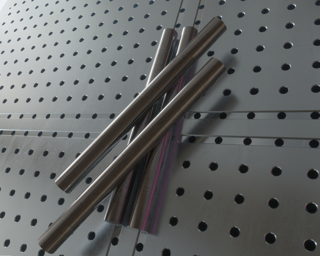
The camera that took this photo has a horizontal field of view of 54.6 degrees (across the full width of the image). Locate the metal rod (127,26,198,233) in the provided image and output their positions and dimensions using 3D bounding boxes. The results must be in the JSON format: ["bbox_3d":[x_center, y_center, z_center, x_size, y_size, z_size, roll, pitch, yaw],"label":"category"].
[{"bbox_3d":[0.010,-0.016,0.414,0.025,0.025,0.300,1,62,29],"label":"metal rod"}]

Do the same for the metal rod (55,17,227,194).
[{"bbox_3d":[-0.022,-0.033,0.410,0.300,0.025,0.025,-46,51,-5],"label":"metal rod"}]

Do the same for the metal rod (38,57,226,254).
[{"bbox_3d":[-0.030,0.029,0.375,0.300,0.025,0.025,-46,51,-5],"label":"metal rod"}]

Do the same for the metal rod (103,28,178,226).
[{"bbox_3d":[-0.020,-0.018,0.431,0.025,0.025,0.300,1,62,29],"label":"metal rod"}]
